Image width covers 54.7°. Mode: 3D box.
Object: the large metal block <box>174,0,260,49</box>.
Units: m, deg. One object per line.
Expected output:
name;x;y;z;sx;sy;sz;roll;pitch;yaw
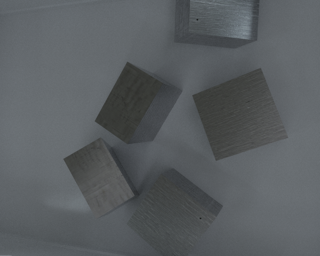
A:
large metal block;0.064;-0.139;0.353;0.081;0.050;0.079;1;93;-15

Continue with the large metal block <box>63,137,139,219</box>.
large metal block;-0.071;0.065;0.398;0.050;0.080;0.080;-31;80;-6

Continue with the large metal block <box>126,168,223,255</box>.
large metal block;0.019;0.110;0.390;0.080;0.050;0.080;36;101;16

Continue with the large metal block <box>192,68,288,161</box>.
large metal block;0.094;-0.014;0.364;0.080;0.050;0.080;-21;83;18

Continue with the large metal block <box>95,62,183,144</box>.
large metal block;-0.023;-0.029;0.389;0.050;0.080;0.080;34;101;16
